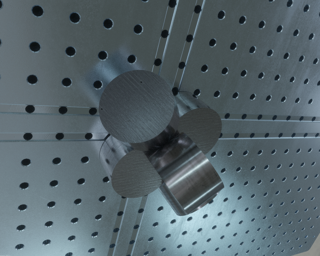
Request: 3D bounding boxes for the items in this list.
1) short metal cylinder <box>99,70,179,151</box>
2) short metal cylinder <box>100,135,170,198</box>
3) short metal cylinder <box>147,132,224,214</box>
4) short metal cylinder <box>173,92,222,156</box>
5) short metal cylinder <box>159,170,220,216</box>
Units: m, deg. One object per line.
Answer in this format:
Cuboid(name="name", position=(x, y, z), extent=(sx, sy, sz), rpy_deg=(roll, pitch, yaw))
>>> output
Cuboid(name="short metal cylinder", position=(-0.021, -0.018, 0.345), extent=(0.080, 0.080, 0.050), rpy_deg=(-40, 164, -2))
Cuboid(name="short metal cylinder", position=(-0.032, 0.044, 0.405), extent=(0.081, 0.050, 0.079), rpy_deg=(-14, 125, -21))
Cuboid(name="short metal cylinder", position=(0.029, 0.052, 0.358), extent=(0.050, 0.080, 0.080), rpy_deg=(-36, 129, -5))
Cuboid(name="short metal cylinder", position=(0.034, -0.002, 0.413), extent=(0.081, 0.050, 0.079), rpy_deg=(-14, 125, -21))
Cuboid(name="short metal cylinder", position=(0.041, 0.079, 0.439), extent=(0.080, 0.080, 0.050), rpy_deg=(-35, 94, -5))
